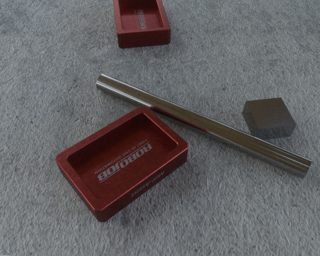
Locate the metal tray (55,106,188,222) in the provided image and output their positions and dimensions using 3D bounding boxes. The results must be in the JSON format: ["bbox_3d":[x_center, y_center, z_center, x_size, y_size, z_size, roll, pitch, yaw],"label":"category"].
[{"bbox_3d":[-0.042,0.036,0.368,0.131,0.030,0.090,-33,58,-25],"label":"metal tray"}]

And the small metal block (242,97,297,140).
[{"bbox_3d":[0.145,-0.012,0.416,0.050,0.025,0.050,-6,50,-6],"label":"small metal block"}]

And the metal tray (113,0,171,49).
[{"bbox_3d":[-0.036,-0.199,0.566,0.091,0.030,0.130,-7,50,-6],"label":"metal tray"}]

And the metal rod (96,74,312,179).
[{"bbox_3d":[0.043,-0.010,0.412,0.301,0.025,0.025,24,54,18],"label":"metal rod"}]
